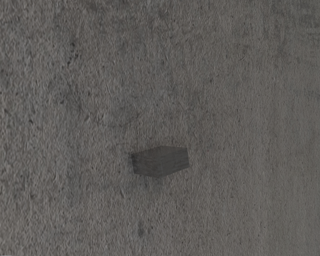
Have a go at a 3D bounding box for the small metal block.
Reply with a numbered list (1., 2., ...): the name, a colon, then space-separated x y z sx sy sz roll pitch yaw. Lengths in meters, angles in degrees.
1. small metal block: 0.000 0.041 0.388 0.050 0.050 0.025 -13 99 -39
